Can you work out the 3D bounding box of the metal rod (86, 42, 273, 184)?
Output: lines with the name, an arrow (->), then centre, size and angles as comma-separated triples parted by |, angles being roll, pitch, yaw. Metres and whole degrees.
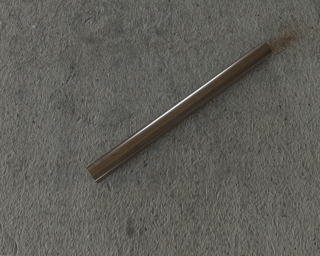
metal rod -> 0.035, -0.027, 0.418 | 0.301, 0.025, 0.025 | -36, 74, -12
